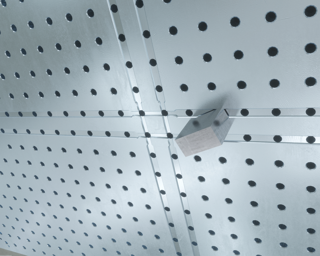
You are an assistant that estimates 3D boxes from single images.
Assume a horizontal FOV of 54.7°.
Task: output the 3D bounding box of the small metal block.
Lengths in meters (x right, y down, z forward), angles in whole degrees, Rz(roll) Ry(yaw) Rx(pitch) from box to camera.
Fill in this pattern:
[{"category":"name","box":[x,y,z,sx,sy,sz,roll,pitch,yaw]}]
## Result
[{"category":"small metal block","box":[0.053,0.004,0.369,0.050,0.050,0.025,-23,106,36]}]
